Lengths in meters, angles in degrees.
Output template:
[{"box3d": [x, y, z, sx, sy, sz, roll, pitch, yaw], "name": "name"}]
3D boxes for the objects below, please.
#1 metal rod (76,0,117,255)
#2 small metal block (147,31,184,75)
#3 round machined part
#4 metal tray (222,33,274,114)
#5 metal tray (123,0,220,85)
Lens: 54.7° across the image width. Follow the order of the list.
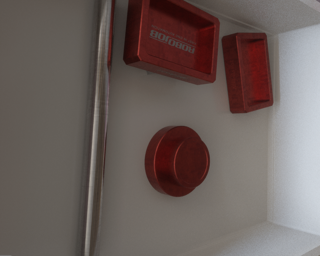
[{"box3d": [-0.071, -0.003, 0.348, 0.025, 0.025, 0.298, 6, 86, -40], "name": "metal rod"}, {"box3d": [0.004, -0.102, 0.412, 0.050, 0.025, 0.050, -22, 104, -38], "name": "small metal block"}, {"box3d": [0.031, 0.046, 0.424, 0.099, 0.042, 0.097, 0, 90, -40], "name": "round machined part"}, {"box3d": [0.153, -0.096, 0.534, 0.091, 0.030, 0.129, -15, 99, -39], "name": "metal tray"}, {"box3d": [0.020, -0.111, 0.388, 0.131, 0.030, 0.089, 8, 85, -40], "name": "metal tray"}]
